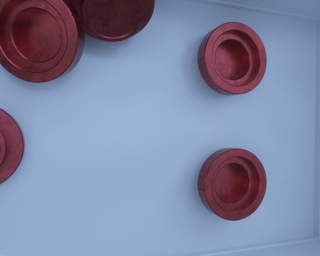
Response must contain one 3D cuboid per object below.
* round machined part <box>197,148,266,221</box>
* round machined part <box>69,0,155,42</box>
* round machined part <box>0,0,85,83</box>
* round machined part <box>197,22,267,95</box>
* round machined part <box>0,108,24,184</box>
[{"bbox_3d":[0.097,0.076,0.437,0.099,0.042,0.097,0,90,-20],"label":"round machined part"},{"bbox_3d":[-0.054,-0.137,0.349,0.099,0.097,0.042,3,52,-20],"label":"round machined part"},{"bbox_3d":[-0.129,-0.101,0.339,0.099,0.042,0.097,2,106,7],"label":"round machined part"},{"bbox_3d":[0.097,-0.094,0.437,0.099,0.042,0.097,0,90,-20],"label":"round machined part"},{"bbox_3d":[-0.198,0.020,0.328,0.099,0.042,0.097,0,90,-20],"label":"round machined part"}]
